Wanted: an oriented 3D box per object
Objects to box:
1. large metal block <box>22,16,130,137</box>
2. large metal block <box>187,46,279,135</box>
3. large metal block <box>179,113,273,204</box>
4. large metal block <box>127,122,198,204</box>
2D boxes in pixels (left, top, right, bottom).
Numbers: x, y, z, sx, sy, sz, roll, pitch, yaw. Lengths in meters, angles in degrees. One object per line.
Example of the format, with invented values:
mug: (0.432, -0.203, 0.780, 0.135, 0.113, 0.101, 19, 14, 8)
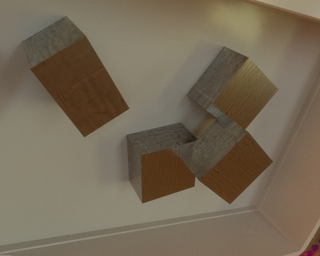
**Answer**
large metal block: (-0.082, -0.051, 0.298, 0.050, 0.080, 0.080, -34, 129, -7)
large metal block: (0.098, -0.049, 0.418, 0.080, 0.050, 0.080, 31, 101, -38)
large metal block: (0.087, 0.041, 0.403, 0.080, 0.050, 0.080, -46, 130, 4)
large metal block: (0.003, 0.046, 0.424, 0.081, 0.050, 0.079, -13, 124, -22)
